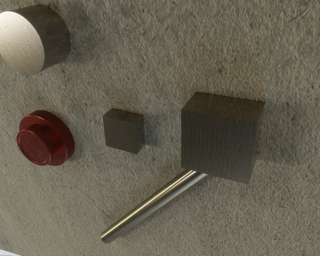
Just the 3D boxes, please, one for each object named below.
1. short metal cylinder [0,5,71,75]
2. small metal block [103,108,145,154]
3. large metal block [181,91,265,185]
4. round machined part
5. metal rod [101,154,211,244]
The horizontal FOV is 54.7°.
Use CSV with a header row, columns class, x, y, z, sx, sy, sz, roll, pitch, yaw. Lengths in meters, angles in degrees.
class,x,y,z,sx,sy,sz,roll,pitch,yaw
short metal cylinder,-0.166,-0.115,0.404,0.080,0.050,0.079,13,124,20
small metal block,-0.050,0.004,0.434,0.050,0.025,0.050,13,124,20
large metal block,0.071,0.010,0.358,0.080,0.050,0.079,12,123,21
round machined part,-0.194,0.023,0.510,0.098,0.042,0.097,13,124,20
metal rod,-0.016,0.124,0.490,0.025,0.025,0.299,44,129,-3
